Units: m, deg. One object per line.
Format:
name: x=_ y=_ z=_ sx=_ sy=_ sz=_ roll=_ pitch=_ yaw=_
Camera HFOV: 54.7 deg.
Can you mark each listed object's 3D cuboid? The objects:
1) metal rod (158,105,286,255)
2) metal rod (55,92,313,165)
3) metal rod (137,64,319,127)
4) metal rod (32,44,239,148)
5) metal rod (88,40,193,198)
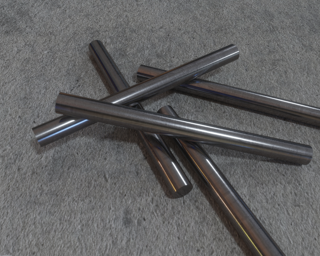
metal rod: x=0.076 y=0.080 z=0.335 sx=0.025 sy=0.025 sz=0.300 roll=-22 pitch=54 yaw=-18
metal rod: x=0.032 y=0.002 z=0.365 sx=0.302 sy=0.025 sz=0.025 roll=12 pitch=50 yaw=-4
metal rod: x=0.111 y=-0.044 z=0.440 sx=0.301 sy=0.025 sz=0.025 roll=16 pitch=52 yaw=13
metal rod: x=-0.016 y=-0.051 z=0.411 sx=0.302 sy=0.025 sz=0.025 roll=-26 pitch=55 yaw=-21
metal rod: x=-0.041 y=-0.033 z=0.430 sx=0.025 sy=0.025 sz=0.300 roll=-21 pitch=53 yaw=-17
